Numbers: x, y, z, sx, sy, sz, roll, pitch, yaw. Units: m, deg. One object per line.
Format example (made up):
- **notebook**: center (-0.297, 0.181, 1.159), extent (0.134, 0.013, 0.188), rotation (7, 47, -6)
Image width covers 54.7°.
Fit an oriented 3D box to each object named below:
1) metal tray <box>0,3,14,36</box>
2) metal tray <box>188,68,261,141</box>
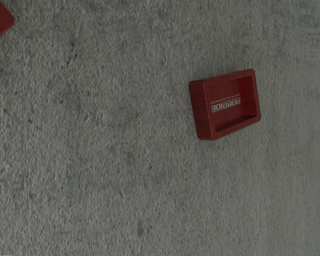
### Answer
- **metal tray**: center (-0.195, -0.109, 0.236), extent (0.090, 0.030, 0.130), rotation (-52, 121, -27)
- **metal tray**: center (0.107, -0.040, 0.490), extent (0.131, 0.030, 0.089), rotation (-18, 102, -38)
